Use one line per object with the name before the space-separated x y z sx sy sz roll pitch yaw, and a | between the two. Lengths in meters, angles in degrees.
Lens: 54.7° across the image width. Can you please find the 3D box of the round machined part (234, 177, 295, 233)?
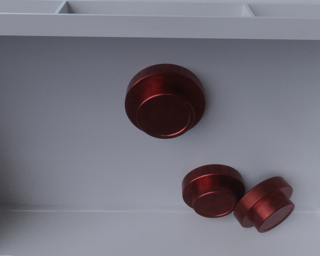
round machined part | 0.167 0.124 0.479 0.099 0.042 0.097 -20 138 -19

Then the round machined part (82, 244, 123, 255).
round machined part | -0.114 0.275 0.633 0.099 0.042 0.097 0 130 0

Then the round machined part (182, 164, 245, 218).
round machined part | 0.085 0.105 0.488 0.099 0.042 0.097 0 130 0

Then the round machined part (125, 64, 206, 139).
round machined part | 0.006 -0.025 0.377 0.099 0.042 0.097 0 130 0
